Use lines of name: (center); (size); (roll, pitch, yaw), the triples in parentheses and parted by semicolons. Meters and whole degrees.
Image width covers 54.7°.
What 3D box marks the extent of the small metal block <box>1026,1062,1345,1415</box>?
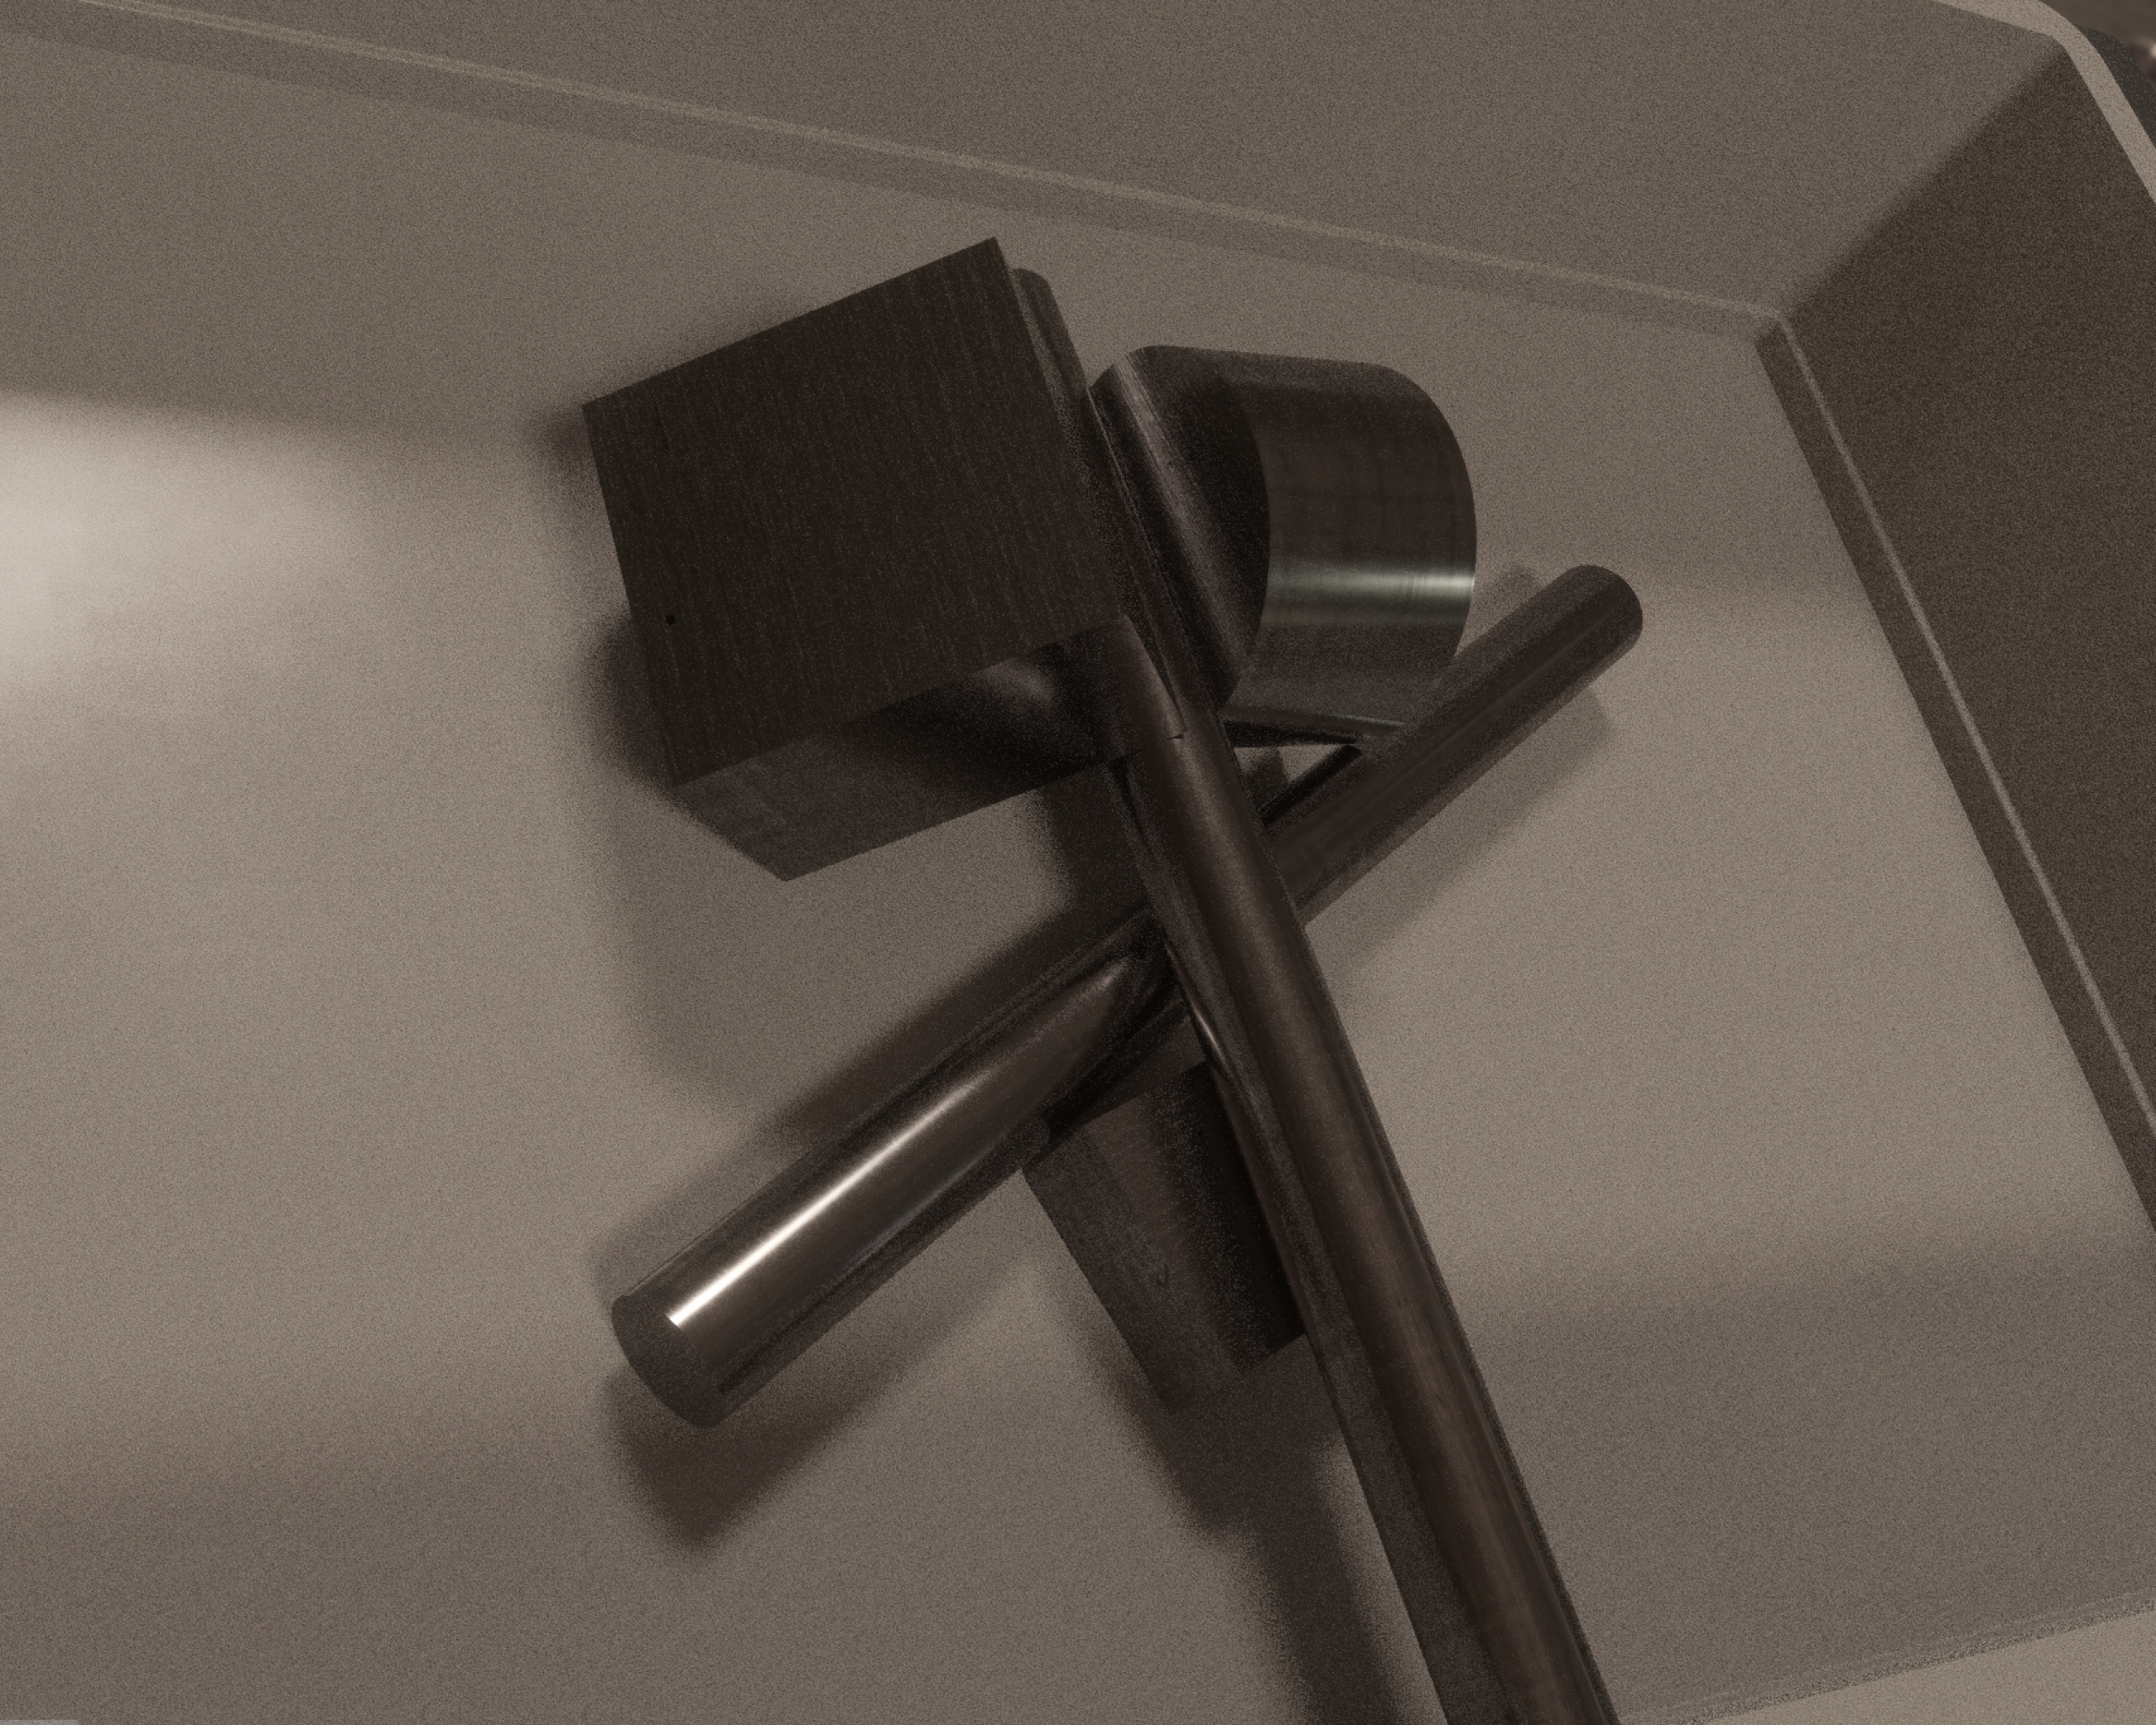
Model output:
small metal block: (0.028, 0.064, 0.381); (0.050, 0.025, 0.050); (-24, 75, -37)

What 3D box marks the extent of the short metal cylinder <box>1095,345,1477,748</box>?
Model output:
short metal cylinder: (0.035, -0.063, 0.427); (0.050, 0.080, 0.080); (-4, 64, -32)

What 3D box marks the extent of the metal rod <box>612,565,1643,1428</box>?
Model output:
metal rod: (0.032, 0.008, 0.417); (0.025, 0.025, 0.302); (49, 51, 6)

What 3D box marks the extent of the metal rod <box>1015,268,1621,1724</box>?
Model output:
metal rod: (0.029, 0.014, 0.379); (0.025, 0.025, 0.299); (-5, 63, -31)

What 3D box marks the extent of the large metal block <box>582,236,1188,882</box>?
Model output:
large metal block: (-0.035, -0.053, 0.378); (0.080, 0.050, 0.080); (-20, 67, 7)
